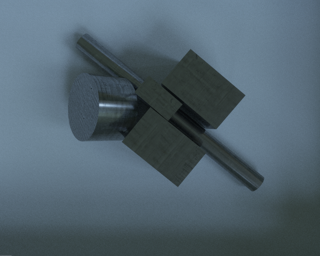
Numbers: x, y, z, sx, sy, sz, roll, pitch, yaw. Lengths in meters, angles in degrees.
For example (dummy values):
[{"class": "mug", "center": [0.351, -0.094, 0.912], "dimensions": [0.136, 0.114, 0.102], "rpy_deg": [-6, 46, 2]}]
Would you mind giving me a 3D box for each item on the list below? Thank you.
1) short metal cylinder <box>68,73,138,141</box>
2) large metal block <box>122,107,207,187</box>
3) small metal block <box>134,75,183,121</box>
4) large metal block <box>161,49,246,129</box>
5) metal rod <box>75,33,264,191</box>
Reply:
[{"class": "short metal cylinder", "center": [-0.071, -0.024, 0.376], "dimensions": [0.050, 0.080, 0.079], "rpy_deg": [1, 90, -40]}, {"class": "large metal block", "center": [0.004, 0.021, 0.383], "dimensions": [0.080, 0.080, 0.050], "rpy_deg": [39, 90, -1]}, {"class": "small metal block", "center": [-0.002, -0.034, 0.374], "dimensions": [0.050, 0.050, 0.025], "rpy_deg": [41, 90, -1]}, {"class": "large metal block", "center": [0.048, -0.044, 0.384], "dimensions": [0.080, 0.080, 0.050], "rpy_deg": [40, 90, -1]}, {"class": "metal rod", "center": [0.013, -0.020, 0.411], "dimensions": [0.300, 0.025, 0.025], "rpy_deg": [39, 90, -1]}]
